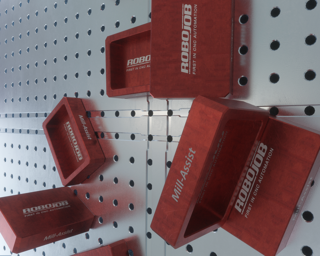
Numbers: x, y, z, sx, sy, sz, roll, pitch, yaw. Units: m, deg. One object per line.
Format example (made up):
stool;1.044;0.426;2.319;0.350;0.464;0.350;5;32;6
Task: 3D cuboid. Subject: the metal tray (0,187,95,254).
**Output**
metal tray;-0.184;0.140;0.494;0.090;0.131;0.030;35;112;34

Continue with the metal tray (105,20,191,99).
metal tray;-0.020;-0.091;0.423;0.130;0.030;0.090;-2;89;40

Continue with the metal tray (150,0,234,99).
metal tray;0.037;-0.098;0.356;0.090;0.030;0.129;1;91;17

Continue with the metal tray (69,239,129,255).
metal tray;-0.095;0.235;0.486;0.130;0.030;0.090;-29;72;36

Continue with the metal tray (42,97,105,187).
metal tray;-0.152;0.023;0.533;0.090;0.030;0.130;-40;66;32

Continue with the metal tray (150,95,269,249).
metal tray;0.048;0.038;0.287;0.030;0.091;0.129;29;108;37

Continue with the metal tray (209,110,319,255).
metal tray;0.103;0.052;0.322;0.090;0.030;0.129;26;106;37
